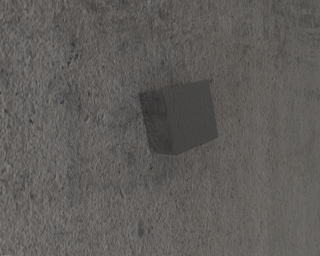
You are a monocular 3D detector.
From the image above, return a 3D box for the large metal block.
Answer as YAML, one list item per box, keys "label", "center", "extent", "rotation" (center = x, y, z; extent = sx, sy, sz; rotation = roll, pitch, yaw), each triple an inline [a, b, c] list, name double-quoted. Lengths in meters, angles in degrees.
- label: "large metal block"
  center: [0.026, -0.016, 0.409]
  extent: [0.081, 0.050, 0.080]
  rotation: [-18, 102, -38]
